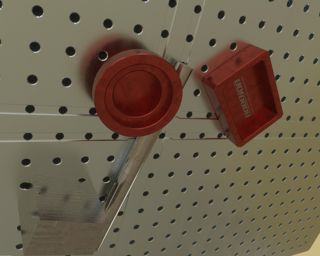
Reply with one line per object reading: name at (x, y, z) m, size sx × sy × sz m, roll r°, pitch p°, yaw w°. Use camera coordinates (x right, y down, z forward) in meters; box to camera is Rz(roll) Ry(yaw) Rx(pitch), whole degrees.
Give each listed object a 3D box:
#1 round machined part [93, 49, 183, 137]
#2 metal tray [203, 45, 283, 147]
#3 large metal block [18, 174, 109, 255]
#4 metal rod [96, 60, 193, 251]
round machined part at (-0.027, -0.042, 0.354) m, size 0.099 × 0.042 × 0.097 m, roll -8°, pitch 119°, yaw -15°
metal tray at (0.125, -0.042, 0.452) m, size 0.090 × 0.030 × 0.130 m, roll -36°, pitch 130°, yaw -5°
large metal block at (-0.119, 0.105, 0.376) m, size 0.081 × 0.080 × 0.050 m, roll 16°, pitch 110°, yaw -35°
metal rod at (-0.036, 0.049, 0.423) m, size 0.025 × 0.025 × 0.298 m, roll 15°, pitch 110°, yaw -35°
